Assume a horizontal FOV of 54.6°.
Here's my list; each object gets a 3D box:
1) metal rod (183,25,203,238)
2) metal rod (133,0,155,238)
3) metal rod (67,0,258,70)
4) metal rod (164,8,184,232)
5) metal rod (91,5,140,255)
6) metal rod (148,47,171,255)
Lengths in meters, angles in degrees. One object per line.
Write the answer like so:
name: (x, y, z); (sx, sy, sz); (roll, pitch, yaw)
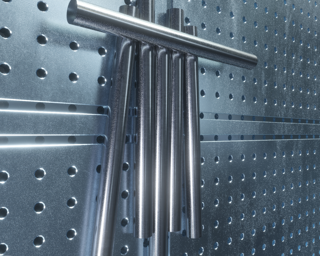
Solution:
metal rod: (0.045, 0.007, 0.446); (0.025, 0.025, 0.298); (-3, 92, -40)
metal rod: (-0.020, -0.014, 0.391); (0.025, 0.025, 0.298); (1, 90, -40)
metal rod: (0.030, -0.110, 0.400); (0.302, 0.025, 0.025); (2, 89, -40)
metal rod: (0.019, -0.011, 0.425); (0.025, 0.025, 0.298); (1, 89, -40)
metal rod: (-0.052, 0.005, 0.363); (0.025, 0.025, 0.299); (10, 84, -40)
metal rod: (-0.001, 0.042, 0.407); (0.025, 0.025, 0.298); (1, 90, -40)
